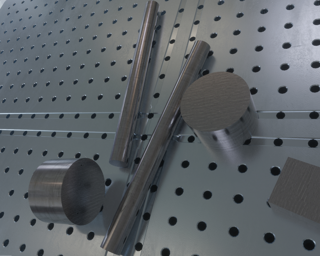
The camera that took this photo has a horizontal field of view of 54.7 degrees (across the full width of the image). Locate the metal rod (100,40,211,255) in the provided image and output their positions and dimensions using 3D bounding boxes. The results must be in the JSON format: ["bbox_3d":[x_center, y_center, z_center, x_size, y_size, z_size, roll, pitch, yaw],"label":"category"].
[{"bbox_3d":[0.002,0.011,0.400,0.025,0.025,0.300,12,67,33],"label":"metal rod"}]

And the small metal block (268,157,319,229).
[{"bbox_3d":[0.140,0.062,0.297,0.050,0.025,0.050,20,72,35],"label":"small metal block"}]

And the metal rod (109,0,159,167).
[{"bbox_3d":[-0.034,-0.084,0.477,0.025,0.025,0.299,-5,59,25],"label":"metal rod"}]

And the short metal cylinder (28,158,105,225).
[{"bbox_3d":[-0.113,0.078,0.384,0.050,0.080,0.080,-5,60,26],"label":"short metal cylinder"}]

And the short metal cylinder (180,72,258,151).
[{"bbox_3d":[0.071,-0.020,0.367,0.080,0.050,0.080,-13,56,21],"label":"short metal cylinder"}]
